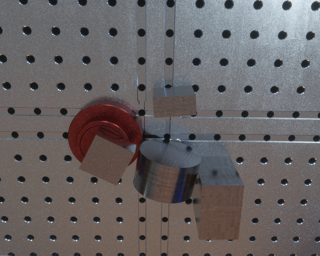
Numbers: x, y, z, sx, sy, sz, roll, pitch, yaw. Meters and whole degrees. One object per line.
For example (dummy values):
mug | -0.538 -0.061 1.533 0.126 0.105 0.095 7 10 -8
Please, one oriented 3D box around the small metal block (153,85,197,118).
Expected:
small metal block | 0.017 -0.034 0.388 0.050 0.050 0.025 -4 110 1

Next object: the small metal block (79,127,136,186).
small metal block | -0.064 0.035 0.381 0.050 0.025 0.050 27 108 -10

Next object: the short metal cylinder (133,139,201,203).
short metal cylinder | 0.009 0.054 0.404 0.081 0.080 0.050 10 110 -4

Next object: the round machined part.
round machined part | -0.073 0.016 0.409 0.099 0.042 0.097 0 110 -1

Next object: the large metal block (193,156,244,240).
large metal block | 0.075 0.092 0.419 0.050 0.080 0.079 0 110 0
